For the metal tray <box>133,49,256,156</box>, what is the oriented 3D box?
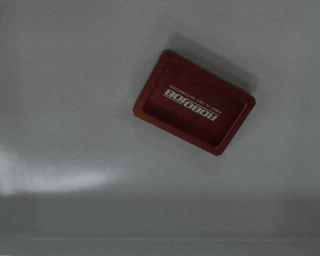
[{"bbox_3d":[0.043,-0.031,0.397,0.131,0.030,0.089,27,108,-10],"label":"metal tray"}]
